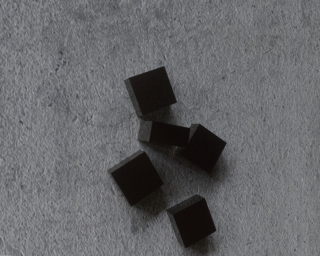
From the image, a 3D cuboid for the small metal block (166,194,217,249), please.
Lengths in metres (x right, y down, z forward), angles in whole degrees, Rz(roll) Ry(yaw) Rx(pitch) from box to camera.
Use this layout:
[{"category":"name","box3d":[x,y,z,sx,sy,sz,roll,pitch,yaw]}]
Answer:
[{"category":"small metal block","box3d":[0.043,0.127,0.425,0.050,0.025,0.050,-22,98,-19]}]

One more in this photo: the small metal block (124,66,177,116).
[{"category":"small metal block","box3d":[-0.012,-0.048,0.404,0.050,0.025,0.050,-22,98,-19]}]

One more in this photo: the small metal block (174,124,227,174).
[{"category":"small metal block","box3d":[0.056,0.028,0.430,0.050,0.025,0.050,34,79,-17]}]

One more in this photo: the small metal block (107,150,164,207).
[{"category":"small metal block","box3d":[-0.031,0.063,0.397,0.050,0.025,0.050,-32,101,-17]}]

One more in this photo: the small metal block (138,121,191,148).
[{"category":"small metal block","box3d":[0.004,0.008,0.397,0.050,0.050,0.025,10,87,-20]}]
